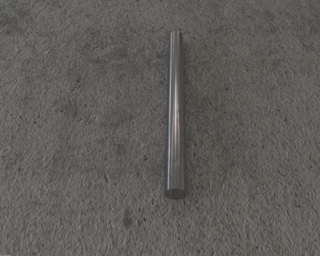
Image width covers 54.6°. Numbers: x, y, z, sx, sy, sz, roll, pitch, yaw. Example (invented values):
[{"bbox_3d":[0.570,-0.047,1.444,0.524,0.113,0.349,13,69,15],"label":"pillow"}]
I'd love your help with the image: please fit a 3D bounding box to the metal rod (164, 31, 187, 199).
[{"bbox_3d":[0.022,-0.042,0.438,0.025,0.025,0.300,2,50,1],"label":"metal rod"}]
